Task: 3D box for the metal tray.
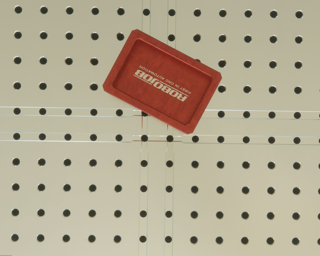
[{"bbox_3d":[0.003,-0.059,0.410,0.130,0.030,0.090,28,90,0],"label":"metal tray"}]
